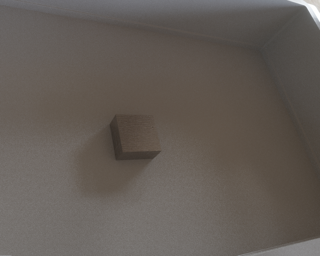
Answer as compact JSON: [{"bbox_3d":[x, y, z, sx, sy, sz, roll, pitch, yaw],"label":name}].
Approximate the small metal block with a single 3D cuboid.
[{"bbox_3d":[-0.031,0.011,0.383,0.050,0.025,0.050,0,62,-28],"label":"small metal block"}]
